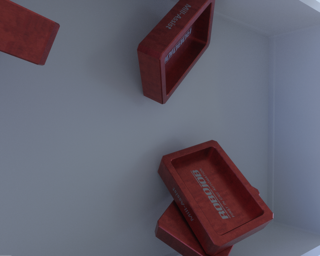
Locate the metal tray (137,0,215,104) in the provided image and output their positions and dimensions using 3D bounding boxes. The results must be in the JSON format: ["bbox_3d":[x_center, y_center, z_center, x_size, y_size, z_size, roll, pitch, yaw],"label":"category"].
[{"bbox_3d":[0.024,-0.104,0.392,0.130,0.030,0.090,-54,160,-26],"label":"metal tray"}]

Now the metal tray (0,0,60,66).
[{"bbox_3d":[-0.137,-0.088,0.221,0.091,0.130,0.030,17,102,-40],"label":"metal tray"}]

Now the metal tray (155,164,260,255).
[{"bbox_3d":[0.066,0.112,0.412,0.131,0.090,0.030,-45,157,-40],"label":"metal tray"}]

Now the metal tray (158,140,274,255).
[{"bbox_3d":[0.067,0.081,0.394,0.091,0.130,0.030,-16,143,-26],"label":"metal tray"}]
